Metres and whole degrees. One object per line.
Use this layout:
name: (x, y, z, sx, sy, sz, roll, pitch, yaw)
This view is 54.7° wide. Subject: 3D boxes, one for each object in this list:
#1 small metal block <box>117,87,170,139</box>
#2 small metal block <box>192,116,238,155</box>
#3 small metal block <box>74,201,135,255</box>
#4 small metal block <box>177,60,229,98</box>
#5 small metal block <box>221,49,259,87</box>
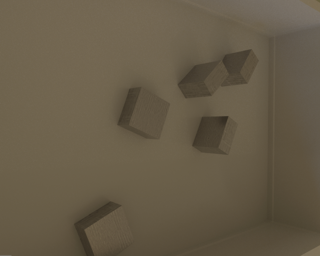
small metal block: (-0.020, -0.018, 0.392, 0.050, 0.025, 0.050, 27, 73, -37)
small metal block: (0.082, 0.011, 0.462, 0.025, 0.050, 0.050, 33, 69, -36)
small metal block: (-0.063, 0.121, 0.356, 0.050, 0.025, 0.050, -27, 107, -37)
small metal block: (0.062, -0.069, 0.445, 0.050, 0.050, 0.025, -49, 120, -29)
small metal block: (0.122, -0.095, 0.495, 0.025, 0.050, 0.050, 45, 63, -31)
